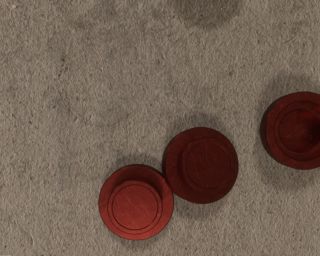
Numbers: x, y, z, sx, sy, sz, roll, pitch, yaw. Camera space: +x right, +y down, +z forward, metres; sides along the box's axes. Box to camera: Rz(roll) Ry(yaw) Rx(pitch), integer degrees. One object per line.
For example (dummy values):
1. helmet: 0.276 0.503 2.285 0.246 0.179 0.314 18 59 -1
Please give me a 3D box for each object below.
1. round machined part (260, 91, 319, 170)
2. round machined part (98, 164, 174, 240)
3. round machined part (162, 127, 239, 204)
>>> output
1. round machined part: 0.179 0.003 0.404 0.099 0.042 0.097 0 90 -1
2. round machined part: -0.031 0.097 0.401 0.099 0.042 0.097 0 90 -1
3. round machined part: 0.055 0.047 0.392 0.099 0.042 0.097 1 83 -12
